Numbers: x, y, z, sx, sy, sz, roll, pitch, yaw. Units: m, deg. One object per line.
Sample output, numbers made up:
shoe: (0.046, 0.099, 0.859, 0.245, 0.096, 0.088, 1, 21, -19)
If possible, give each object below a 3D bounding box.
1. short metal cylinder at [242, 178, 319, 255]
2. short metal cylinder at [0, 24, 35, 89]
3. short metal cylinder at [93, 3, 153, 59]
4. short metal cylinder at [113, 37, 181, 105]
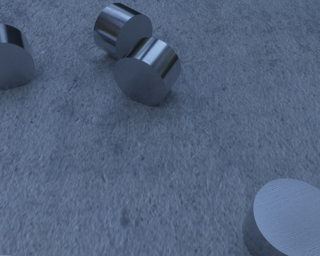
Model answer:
short metal cylinder: (0.128, 0.098, 0.307, 0.081, 0.050, 0.080, 0, 50, 0)
short metal cylinder: (-0.230, -0.103, 0.451, 0.081, 0.080, 0.050, -18, 53, -15)
short metal cylinder: (-0.058, -0.150, 0.493, 0.050, 0.080, 0.080, 35, 58, 25)
short metal cylinder: (-0.017, -0.078, 0.433, 0.080, 0.080, 0.050, 20, 53, 16)
